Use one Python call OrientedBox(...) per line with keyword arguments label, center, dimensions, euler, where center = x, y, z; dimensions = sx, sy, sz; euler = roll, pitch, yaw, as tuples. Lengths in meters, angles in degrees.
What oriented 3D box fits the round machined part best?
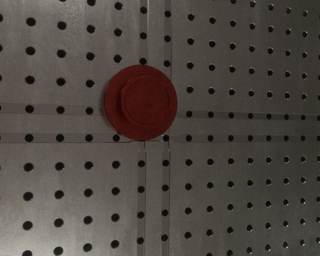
OrientedBox(label="round machined part", center=(-0.022, -0.032, 0.396), dimensions=(0.099, 0.042, 0.097), euler=(0, 90, -21))
